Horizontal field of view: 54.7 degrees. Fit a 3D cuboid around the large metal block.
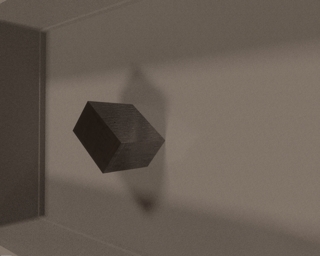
[{"bbox_3d":[-0.055,0.010,0.414,0.080,0.081,0.050,47,118,29],"label":"large metal block"}]
